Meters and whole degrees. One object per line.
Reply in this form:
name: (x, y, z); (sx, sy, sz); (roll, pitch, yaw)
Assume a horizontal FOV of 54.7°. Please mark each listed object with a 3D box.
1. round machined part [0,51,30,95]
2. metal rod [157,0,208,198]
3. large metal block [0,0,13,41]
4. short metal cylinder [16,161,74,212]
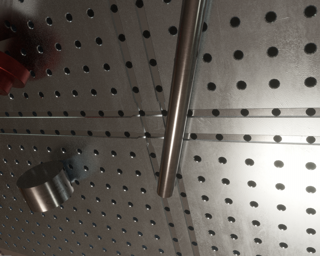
round machined part: (-0.243, -0.080, 0.443); (0.098, 0.042, 0.098); (17, 165, 5)
metal rod: (0.023, -0.026, 0.381); (0.025, 0.025, 0.298); (19, 126, 17)
large metal block: (-0.253, -0.170, 0.420); (0.080, 0.050, 0.079); (34, 129, 5)
short metal cylinder: (-0.198, 0.100, 0.539); (0.080, 0.080, 0.050); (-1, 118, 28)
